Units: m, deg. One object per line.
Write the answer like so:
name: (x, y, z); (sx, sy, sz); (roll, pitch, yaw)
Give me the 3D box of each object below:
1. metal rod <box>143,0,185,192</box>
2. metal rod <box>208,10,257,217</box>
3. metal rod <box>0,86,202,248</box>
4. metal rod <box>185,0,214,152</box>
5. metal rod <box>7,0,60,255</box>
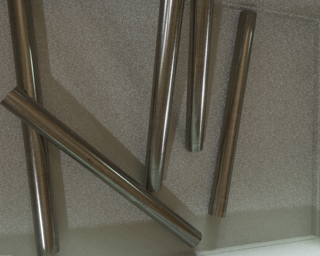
metal rod: (0.005, -0.057, 0.348); (0.025, 0.025, 0.298); (-4, 116, -20)
metal rod: (0.106, -0.023, 0.451); (0.025, 0.025, 0.298); (11, 86, -20)
metal rod: (-0.054, 0.060, 0.376); (0.300, 0.025, 0.025); (43, 76, -21)
metal rod: (0.046, -0.099, 0.352); (0.025, 0.025, 0.298); (-14, 125, -20)
metal rod: (-0.145, -0.003, 0.357); (0.025, 0.025, 0.298); (-7, 92, -20)
